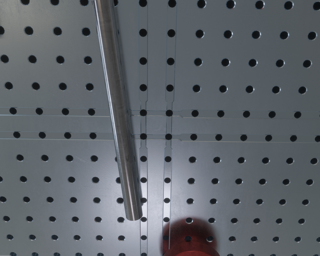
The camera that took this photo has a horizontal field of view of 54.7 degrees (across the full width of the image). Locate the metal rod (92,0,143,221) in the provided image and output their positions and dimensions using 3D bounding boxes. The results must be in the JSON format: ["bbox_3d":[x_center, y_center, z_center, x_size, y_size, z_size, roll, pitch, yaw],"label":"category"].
[{"bbox_3d":[-0.052,-0.009,0.409,0.025,0.025,0.298,-5,110,2],"label":"metal rod"}]

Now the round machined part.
[{"bbox_3d":[0.049,0.217,0.485,0.099,0.042,0.097,0,110,0],"label":"round machined part"}]
